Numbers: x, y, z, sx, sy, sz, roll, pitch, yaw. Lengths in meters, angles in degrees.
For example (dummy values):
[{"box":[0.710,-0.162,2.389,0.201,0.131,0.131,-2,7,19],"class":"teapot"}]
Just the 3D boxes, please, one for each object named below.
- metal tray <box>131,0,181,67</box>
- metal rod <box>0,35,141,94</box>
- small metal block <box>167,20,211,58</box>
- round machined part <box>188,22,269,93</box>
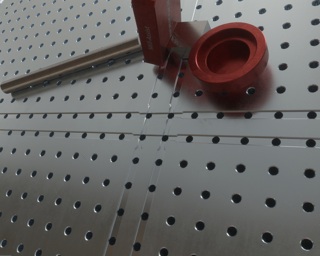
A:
[{"box":[0.000,-0.160,0.436,0.030,0.130,0.090,16,69,13],"class":"metal tray"},{"box":[-0.168,-0.110,0.561,0.301,0.025,0.025,-13,57,20],"class":"metal rod"},{"box":[0.045,-0.132,0.465,0.050,0.025,0.050,8,65,31],"class":"small metal block"},{"box":[0.090,-0.086,0.402,0.098,0.042,0.098,-13,56,20],"class":"round machined part"}]
